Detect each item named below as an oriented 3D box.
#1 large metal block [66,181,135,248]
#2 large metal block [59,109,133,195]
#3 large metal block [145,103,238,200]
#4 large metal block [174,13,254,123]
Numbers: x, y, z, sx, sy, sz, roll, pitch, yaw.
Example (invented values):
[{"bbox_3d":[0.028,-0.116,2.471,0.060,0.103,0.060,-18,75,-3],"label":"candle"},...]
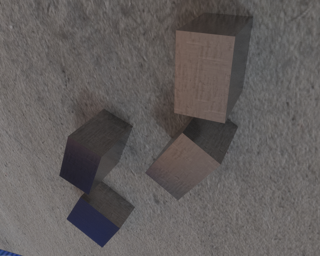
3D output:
[{"bbox_3d":[-0.103,0.147,0.534,0.080,0.050,0.080,38,129,2],"label":"large metal block"},{"bbox_3d":[-0.090,0.032,0.437,0.050,0.080,0.079,31,128,8],"label":"large metal block"},{"bbox_3d":[0.038,0.025,0.366,0.050,0.080,0.080,40,129,0],"label":"large metal block"},{"bbox_3d":[0.053,-0.062,0.304,0.050,0.080,0.079,13,124,21],"label":"large metal block"}]
